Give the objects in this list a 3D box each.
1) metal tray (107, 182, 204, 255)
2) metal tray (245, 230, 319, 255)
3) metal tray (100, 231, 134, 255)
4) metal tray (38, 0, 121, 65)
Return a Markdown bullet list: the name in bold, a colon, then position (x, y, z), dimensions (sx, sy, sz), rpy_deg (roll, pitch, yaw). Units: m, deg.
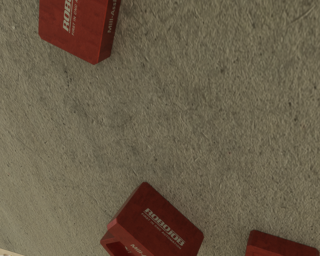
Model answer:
- **metal tray**: position (-0.003, 0.155, 0.461), dimensions (0.130, 0.090, 0.030), rpy_deg (43, 129, -2)
- **metal tray**: position (0.167, 0.214, 0.447), dimensions (0.090, 0.030, 0.129), rpy_deg (12, 124, 21)
- **metal tray**: position (-0.036, 0.217, 0.556), dimensions (0.130, 0.030, 0.090), rpy_deg (-26, 105, 37)
- **metal tray**: position (-0.093, -0.151, 0.360), dimensions (0.090, 0.030, 0.129), rpy_deg (28, 128, 10)
